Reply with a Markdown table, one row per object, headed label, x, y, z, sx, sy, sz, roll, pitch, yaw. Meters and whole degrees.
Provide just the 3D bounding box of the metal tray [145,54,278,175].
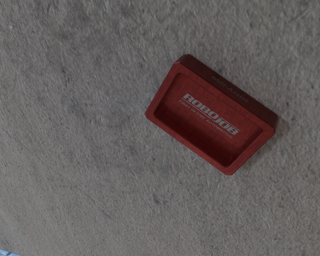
| label | x | y | z | sx | sy | sz | roll | pitch | yaw |
| --- | --- | --- | --- | --- | --- | --- | --- | --- | --- |
| metal tray | 0.057 | -0.013 | 0.364 | 0.130 | 0.030 | 0.089 | 36 | 129 | 4 |
